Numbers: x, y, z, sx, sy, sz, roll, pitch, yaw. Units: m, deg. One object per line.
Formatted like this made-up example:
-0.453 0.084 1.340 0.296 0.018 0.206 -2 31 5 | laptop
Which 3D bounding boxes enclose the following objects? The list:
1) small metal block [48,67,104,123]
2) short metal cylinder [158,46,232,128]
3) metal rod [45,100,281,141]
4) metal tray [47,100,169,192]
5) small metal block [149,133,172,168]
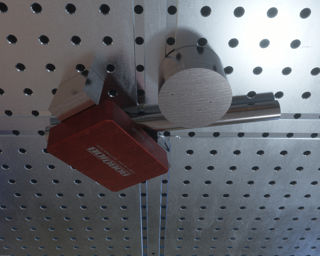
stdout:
-0.096 -0.038 0.361 0.050 0.050 0.025 -25 126 19 | small metal block
0.038 -0.046 0.356 0.081 0.050 0.079 0 130 0 | short metal cylinder
0.000 -0.007 0.406 0.302 0.025 0.025 -6 130 4 | metal rod
-0.059 0.029 0.382 0.090 0.030 0.130 -24 138 19 | metal tray
-0.017 0.038 0.442 0.050 0.025 0.050 -18 128 14 | small metal block
